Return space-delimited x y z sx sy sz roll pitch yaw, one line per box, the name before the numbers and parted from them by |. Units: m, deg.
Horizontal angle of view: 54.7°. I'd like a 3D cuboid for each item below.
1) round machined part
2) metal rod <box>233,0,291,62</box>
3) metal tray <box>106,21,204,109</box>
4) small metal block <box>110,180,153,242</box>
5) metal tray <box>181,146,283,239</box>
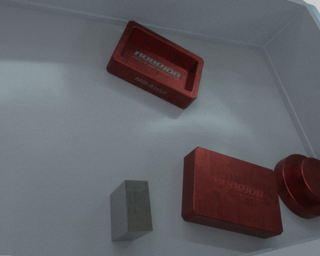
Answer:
round machined part | 0.226 0.083 0.468 0.099 0.042 0.098 14 56 -21
metal rod | 0.183 -0.268 0.673 0.025 0.025 0.299 -22 74 -36
metal tray | -0.003 -0.094 0.459 0.131 0.030 0.090 25 53 -13
small metal block | -0.031 0.087 0.321 0.025 0.050 0.050 7 59 -25
metal tray | 0.094 0.085 0.403 0.131 0.030 0.090 18 55 -18
